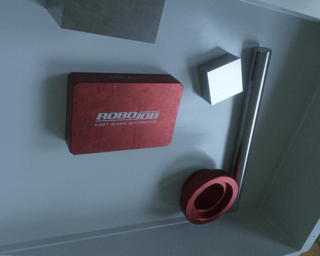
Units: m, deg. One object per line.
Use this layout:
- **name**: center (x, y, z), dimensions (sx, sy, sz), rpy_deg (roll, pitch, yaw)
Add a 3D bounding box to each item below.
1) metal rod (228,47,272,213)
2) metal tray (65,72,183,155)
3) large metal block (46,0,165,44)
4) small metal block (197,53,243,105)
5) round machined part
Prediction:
- **metal rod**: center (0.136, 0.021, 0.498), dimensions (0.025, 0.025, 0.298), rpy_deg (-13, 124, -22)
- **metal tray**: center (-0.043, -0.018, 0.372), dimensions (0.131, 0.030, 0.089), rpy_deg (-4, 120, -27)
- **large metal block**: center (-0.051, -0.116, 0.275), dimensions (0.081, 0.080, 0.050), rpy_deg (1, 118, -29)
- **small metal block**: center (0.081, -0.066, 0.414), dimensions (0.050, 0.025, 0.050), rpy_deg (-25, 128, -13)
- **round machined part**: center (0.074, 0.106, 0.507), dimensions (0.099, 0.042, 0.097), rpy_deg (-14, 125, -21)
